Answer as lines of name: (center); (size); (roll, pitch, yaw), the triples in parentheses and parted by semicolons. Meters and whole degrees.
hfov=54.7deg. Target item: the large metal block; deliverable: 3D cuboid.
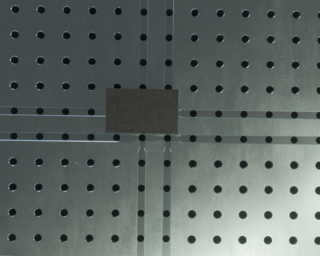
large metal block: (-0.020, -0.019, 0.386); (0.081, 0.080, 0.050); (1, 90, -1)
